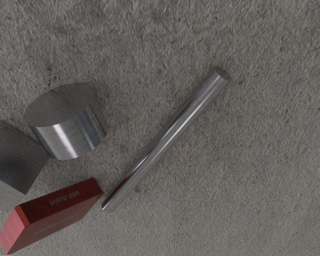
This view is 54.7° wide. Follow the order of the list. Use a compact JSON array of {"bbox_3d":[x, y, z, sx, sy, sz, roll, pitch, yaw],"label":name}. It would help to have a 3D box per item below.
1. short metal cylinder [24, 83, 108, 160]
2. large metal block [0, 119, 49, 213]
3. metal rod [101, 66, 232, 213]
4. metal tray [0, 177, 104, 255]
[{"bbox_3d":[-0.107,-0.009,0.362,0.080,0.080,0.050,-10,129,8],"label":"short metal cylinder"},{"bbox_3d":[-0.203,0.049,0.404,0.080,0.080,0.050,39,121,-19],"label":"large metal block"},{"bbox_3d":[-0.007,0.034,0.436,0.025,0.025,0.298,25,126,-20],"label":"metal rod"},{"bbox_3d":[-0.156,0.126,0.456,0.131,0.030,0.090,-15,151,-52],"label":"metal tray"}]
